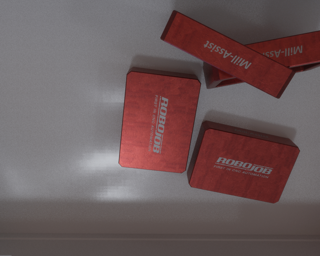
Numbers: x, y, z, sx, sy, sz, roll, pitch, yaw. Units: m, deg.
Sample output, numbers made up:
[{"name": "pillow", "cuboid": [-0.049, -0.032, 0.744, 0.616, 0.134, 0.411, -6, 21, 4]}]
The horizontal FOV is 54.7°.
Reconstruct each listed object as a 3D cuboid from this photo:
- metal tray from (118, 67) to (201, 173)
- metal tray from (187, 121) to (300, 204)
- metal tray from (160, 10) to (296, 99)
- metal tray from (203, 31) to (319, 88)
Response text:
[{"name": "metal tray", "cuboid": [-0.003, -0.008, 0.406, 0.091, 0.030, 0.129, 7, 110, -3]}, {"name": "metal tray", "cuboid": [0.112, 0.048, 0.428, 0.131, 0.030, 0.089, 12, 110, -5]}, {"name": "metal tray", "cuboid": [0.070, -0.080, 0.336, 0.130, 0.090, 0.030, 27, 107, 0]}, {"name": "metal tray", "cuboid": [0.119, -0.074, 0.348, 0.131, 0.090, 0.030, -10, 91, 3]}]
